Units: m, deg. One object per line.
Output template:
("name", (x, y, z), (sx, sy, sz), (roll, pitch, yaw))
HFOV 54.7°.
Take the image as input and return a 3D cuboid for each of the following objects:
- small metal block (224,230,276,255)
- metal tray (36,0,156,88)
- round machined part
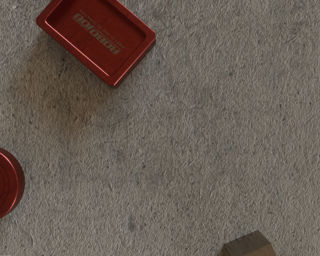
("small metal block", (0.116, 0.161, 0.399), (0.050, 0.050, 0.025), (-23, 90, 0))
("metal tray", (-0.081, -0.126, 0.406), (0.130, 0.030, 0.090), (41, 90, -1))
("round machined part", (-0.223, 0.070, 0.399), (0.099, 0.042, 0.097), (0, 90, -1))
